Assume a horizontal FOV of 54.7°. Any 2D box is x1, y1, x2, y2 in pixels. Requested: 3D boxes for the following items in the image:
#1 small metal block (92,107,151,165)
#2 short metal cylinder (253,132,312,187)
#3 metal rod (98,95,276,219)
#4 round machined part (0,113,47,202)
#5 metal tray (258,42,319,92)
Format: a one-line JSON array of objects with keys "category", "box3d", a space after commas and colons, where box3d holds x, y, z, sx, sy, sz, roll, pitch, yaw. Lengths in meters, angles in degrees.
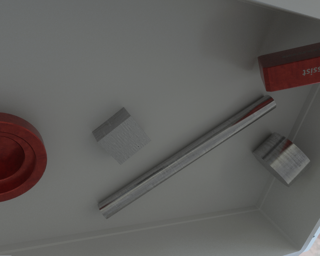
[{"category": "small metal block", "box3d": [-0.048, 0.011, 0.391, 0.050, 0.025, 0.050, -39, 130, -2]}, {"category": "short metal cylinder", "box3d": [0.204, 0.053, 0.520, 0.050, 0.080, 0.080, -45, 130, 2]}, {"category": "metal rod", "box3d": [0.045, 0.039, 0.458, 0.301, 0.025, 0.025, -32, 129, -8]}, {"category": "round machined part", "box3d": [-0.172, 0.027, 0.321, 0.099, 0.042, 0.097, -14, 125, -21]}, {"category": "metal tray", "box3d": [0.194, -0.083, 0.385, 0.130, 0.090, 0.030, -10, 109, 16]}]
